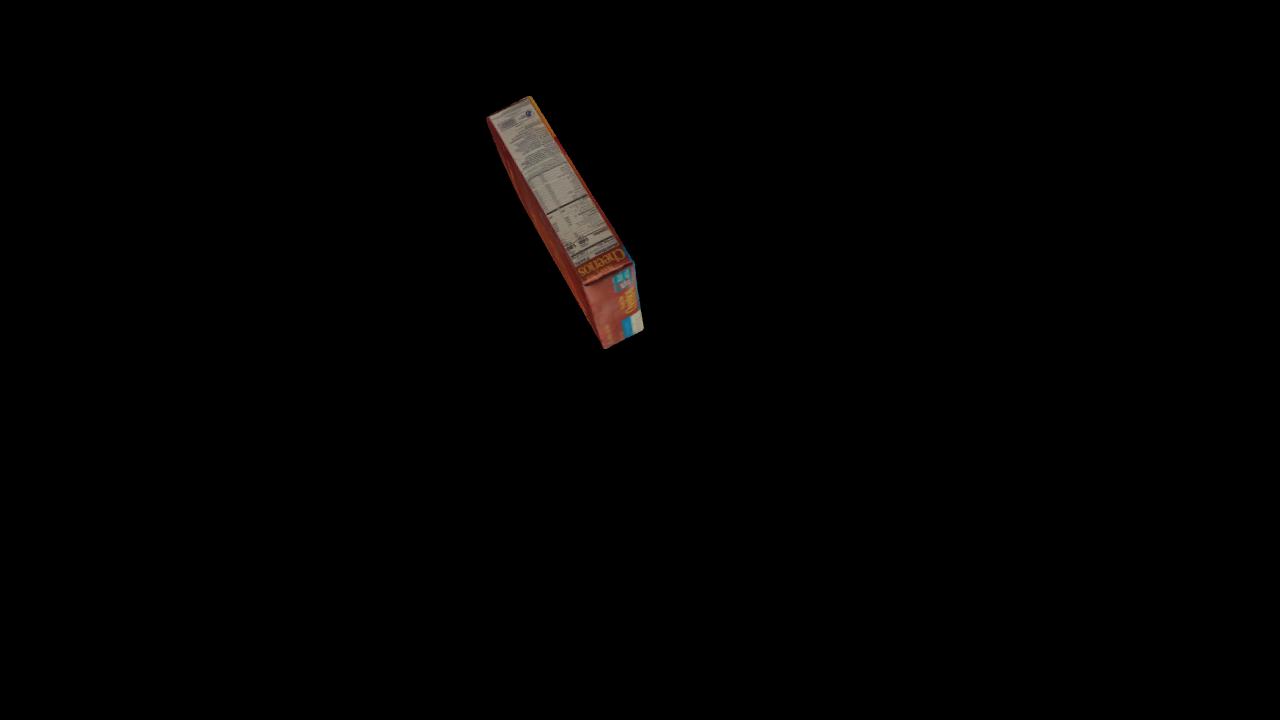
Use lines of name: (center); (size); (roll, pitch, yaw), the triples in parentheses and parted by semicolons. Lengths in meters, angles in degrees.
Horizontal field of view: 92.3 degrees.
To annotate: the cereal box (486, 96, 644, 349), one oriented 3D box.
cereal box: (-0.098, -0.185, 0.866); (0.081, 0.306, 0.203); (-29, -21, -6)
